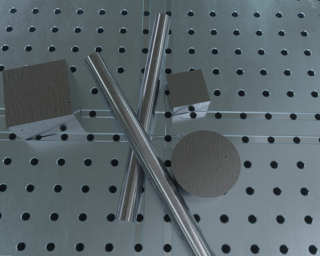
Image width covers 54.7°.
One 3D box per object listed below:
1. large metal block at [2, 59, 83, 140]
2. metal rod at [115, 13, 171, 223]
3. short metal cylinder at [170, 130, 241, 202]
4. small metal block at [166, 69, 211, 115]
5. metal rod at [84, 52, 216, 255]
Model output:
[{"bbox_3d":[-0.154,-0.037,0.410,0.081,0.050,0.080,-12,71,-5],"label":"large metal block"},{"bbox_3d":[-0.018,-0.027,0.421,0.025,0.025,0.299,8,70,3],"label":"metal rod"},{"bbox_3d":[0.053,0.049,0.381,0.081,0.050,0.080,0,70,-1],"label":"short metal cylinder"},{"bbox_3d":[0.038,-0.050,0.431,0.050,0.025,0.050,-11,70,-4],"label":"small metal block"},{"bbox_3d":[-0.012,0.039,0.373,0.025,0.025,0.299,-28,82,-10],"label":"metal rod"}]
